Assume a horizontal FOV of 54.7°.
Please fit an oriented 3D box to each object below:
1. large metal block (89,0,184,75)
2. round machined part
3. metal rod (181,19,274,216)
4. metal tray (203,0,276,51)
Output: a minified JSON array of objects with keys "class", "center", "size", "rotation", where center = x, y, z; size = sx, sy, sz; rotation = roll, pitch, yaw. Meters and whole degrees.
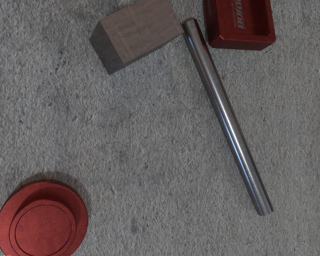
[{"class":"large metal block","center":[-0.031,-0.109,0.368],"size":[0.080,0.080,0.050],"rotation":[-32,101,-17]},{"class":"round machined part","center":[-0.132,0.110,0.352],"size":[0.099,0.042,0.097],"rotation":[0,90,-20]},{"class":"metal rod","center":[0.099,-0.009,0.445],"size":[0.025,0.025,0.299],"rotation":[-27,99,-18]},{"class":"metal tray","center":[0.108,-0.177,0.435],"size":[0.091,0.030,0.129],"rotation":[-2,82,-20]}]
